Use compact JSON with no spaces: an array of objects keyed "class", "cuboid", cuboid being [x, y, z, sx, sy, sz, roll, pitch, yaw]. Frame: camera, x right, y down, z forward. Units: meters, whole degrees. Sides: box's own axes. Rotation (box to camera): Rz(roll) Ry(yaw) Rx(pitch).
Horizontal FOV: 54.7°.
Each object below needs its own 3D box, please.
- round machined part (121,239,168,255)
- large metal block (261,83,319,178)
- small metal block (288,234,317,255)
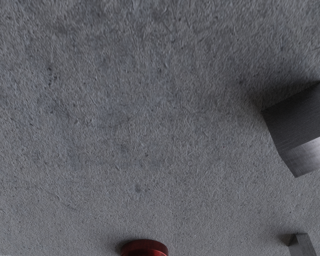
[{"class":"round machined part","cuboid":[-0.032,0.269,0.625,0.099,0.042,0.097,0,130,0]},{"class":"large metal block","cuboid":[0.180,0.001,0.374,0.080,0.080,0.050,-29,124,22]},{"class":"small metal block","cuboid":[0.275,0.240,0.598,0.025,0.050,0.050,1,130,-1]}]
